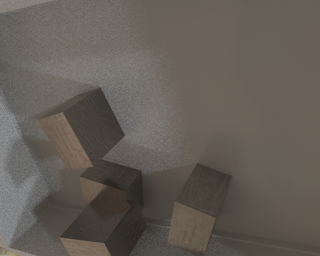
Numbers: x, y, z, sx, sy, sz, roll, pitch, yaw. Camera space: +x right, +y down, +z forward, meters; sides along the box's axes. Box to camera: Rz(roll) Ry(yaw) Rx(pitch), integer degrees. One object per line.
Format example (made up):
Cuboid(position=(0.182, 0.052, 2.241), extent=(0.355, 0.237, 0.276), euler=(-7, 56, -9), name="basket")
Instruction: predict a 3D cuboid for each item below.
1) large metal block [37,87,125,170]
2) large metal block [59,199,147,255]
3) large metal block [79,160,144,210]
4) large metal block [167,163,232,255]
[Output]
Cuboid(position=(-0.105, 0.000, 0.429), extent=(0.050, 0.080, 0.080), euler=(-12, 112, 33), name="large metal block")
Cuboid(position=(-0.078, 0.148, 0.441), extent=(0.080, 0.080, 0.050), euler=(-6, 115, 31), name="large metal block")
Cuboid(position=(-0.075, 0.104, 0.497), extent=(0.080, 0.050, 0.079), euler=(13, 124, 21), name="large metal block")
Cuboid(position=(0.053, 0.108, 0.412), extent=(0.050, 0.080, 0.079), euler=(19, 126, 17), name="large metal block")
